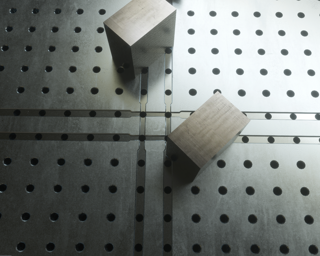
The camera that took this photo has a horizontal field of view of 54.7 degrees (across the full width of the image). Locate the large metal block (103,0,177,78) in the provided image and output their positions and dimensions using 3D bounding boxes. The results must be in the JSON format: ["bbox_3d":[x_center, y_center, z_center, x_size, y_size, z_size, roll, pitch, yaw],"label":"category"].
[{"bbox_3d":[-0.025,-0.129,0.429,0.080,0.080,0.050,-43,76,-14],"label":"large metal block"}]

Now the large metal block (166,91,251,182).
[{"bbox_3d":[0.054,0.013,0.378,0.080,0.080,0.050,-42,76,-14],"label":"large metal block"}]
